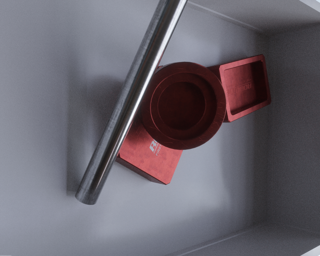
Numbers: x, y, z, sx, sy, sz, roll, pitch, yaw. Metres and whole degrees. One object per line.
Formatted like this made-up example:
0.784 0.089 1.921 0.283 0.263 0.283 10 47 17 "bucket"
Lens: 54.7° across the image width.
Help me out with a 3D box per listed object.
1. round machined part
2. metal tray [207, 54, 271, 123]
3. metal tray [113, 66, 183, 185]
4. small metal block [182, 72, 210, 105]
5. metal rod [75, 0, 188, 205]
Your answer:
0.023 -0.027 0.359 0.099 0.042 0.097 -2 101 -12 "round machined part"
0.134 -0.068 0.518 0.131 0.030 0.089 -21 104 -38 "metal tray"
-0.003 -0.003 0.403 0.090 0.030 0.130 37 67 -34 "metal tray"
0.054 -0.043 0.414 0.050 0.025 0.050 42 64 -32 "small metal block"
-0.019 -0.055 0.314 0.025 0.025 0.298 16 104 -39 "metal rod"
